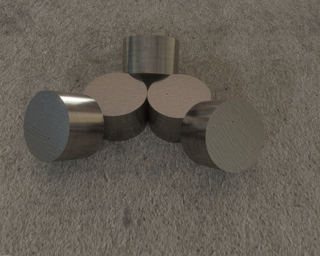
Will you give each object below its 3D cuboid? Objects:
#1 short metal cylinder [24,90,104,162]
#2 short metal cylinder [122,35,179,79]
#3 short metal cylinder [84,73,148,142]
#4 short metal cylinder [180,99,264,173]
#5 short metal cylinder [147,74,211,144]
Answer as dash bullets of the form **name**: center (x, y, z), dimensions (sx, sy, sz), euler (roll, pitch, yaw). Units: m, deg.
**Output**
- **short metal cylinder**: center (-0.112, -0.002, 0.362), dimensions (0.080, 0.080, 0.050), euler (39, 20, 28)
- **short metal cylinder**: center (-0.013, -0.098, 0.444), dimensions (0.080, 0.080, 0.050), euler (1, 93, 1)
- **short metal cylinder**: center (-0.056, -0.029, 0.412), dimensions (0.080, 0.050, 0.080), euler (0, 50, 0)
- **short metal cylinder**: center (0.071, 0.007, 0.355), dimensions (0.081, 0.080, 0.050), euler (-30, 15, -23)
- **short metal cylinder**: center (0.024, -0.026, 0.410), dimensions (0.080, 0.050, 0.080), euler (0, 50, 0)
